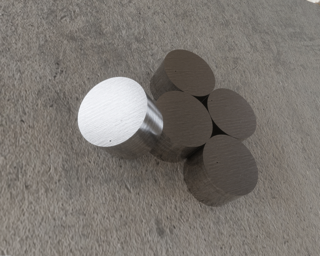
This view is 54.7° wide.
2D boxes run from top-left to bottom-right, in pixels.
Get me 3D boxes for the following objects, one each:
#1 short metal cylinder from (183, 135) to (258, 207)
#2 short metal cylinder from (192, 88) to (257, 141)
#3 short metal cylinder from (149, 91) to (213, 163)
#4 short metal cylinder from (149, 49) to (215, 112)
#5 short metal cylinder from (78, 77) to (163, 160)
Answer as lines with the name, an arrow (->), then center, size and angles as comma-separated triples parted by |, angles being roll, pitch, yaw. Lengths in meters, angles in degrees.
short metal cylinder -> 0.077, 0.055, 0.397 | 0.081, 0.050, 0.080 | 14, 56, -21
short metal cylinder -> 0.089, -0.010, 0.443 | 0.081, 0.050, 0.080 | 14, 56, -21
short metal cylinder -> 0.020, -0.001, 0.400 | 0.081, 0.050, 0.080 | 14, 56, -21
short metal cylinder -> 0.032, -0.066, 0.446 | 0.081, 0.050, 0.080 | 14, 56, -21
short metal cylinder -> -0.043, -0.010, 0.346 | 0.080, 0.050, 0.080 | -7, 67, 17
